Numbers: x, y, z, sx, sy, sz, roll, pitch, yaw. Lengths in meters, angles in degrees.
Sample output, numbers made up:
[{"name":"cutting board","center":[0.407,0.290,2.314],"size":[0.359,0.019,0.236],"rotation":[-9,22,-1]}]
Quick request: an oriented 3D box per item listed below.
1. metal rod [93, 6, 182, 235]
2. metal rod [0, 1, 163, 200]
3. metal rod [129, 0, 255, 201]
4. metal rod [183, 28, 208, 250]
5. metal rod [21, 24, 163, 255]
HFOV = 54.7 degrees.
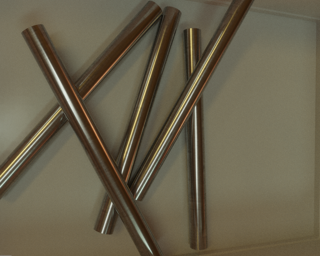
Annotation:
[{"name":"metal rod","center":[-0.027,-0.014,0.400],"size":[0.025,0.025,0.299],"rotation":[19,84,-19]},{"name":"metal rod","center":[-0.097,-0.042,0.374],"size":[0.025,0.025,0.300],"rotation":[42,77,-15]},{"name":"metal rod","center":[0.040,-0.043,0.401],"size":[0.025,0.025,0.299],"rotation":[29,89,-18]},{"name":"metal rod","center":[0.049,0.015,0.428],"size":[0.025,0.025,0.298],"rotation":[-2,91,-20]},{"name":"metal rod","center":[-0.072,0.027,0.356],"size":[0.025,0.025,0.299],"rotation":[-29,100,-18]}]
